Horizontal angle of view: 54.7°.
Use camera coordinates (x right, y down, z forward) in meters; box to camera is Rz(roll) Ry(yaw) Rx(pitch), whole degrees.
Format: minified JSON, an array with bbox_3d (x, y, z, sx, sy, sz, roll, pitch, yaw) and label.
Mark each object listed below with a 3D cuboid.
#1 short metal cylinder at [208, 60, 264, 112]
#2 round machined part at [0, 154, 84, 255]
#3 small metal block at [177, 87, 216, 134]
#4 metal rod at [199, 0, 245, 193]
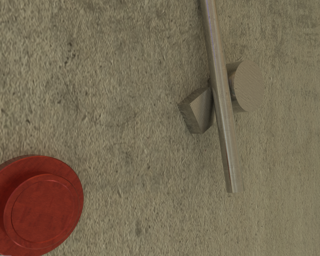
[{"bbox_3d":[0.122,-0.064,0.493,0.081,0.050,0.079,0,90,-40],"label":"short metal cylinder"},{"bbox_3d":[-0.118,0.075,0.296,0.099,0.042,0.097,0,90,-40],"label":"round machined part"},{"bbox_3d":[0.059,-0.026,0.457,0.050,0.025,0.050,-40,115,-33],"label":"small metal block"},{"bbox_3d":[0.088,-0.058,0.450,0.025,0.025,0.298,-2,82,-40],"label":"metal rod"}]
